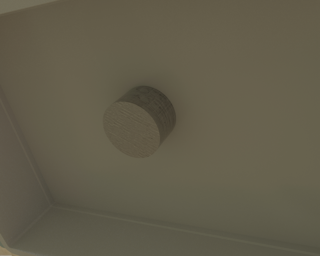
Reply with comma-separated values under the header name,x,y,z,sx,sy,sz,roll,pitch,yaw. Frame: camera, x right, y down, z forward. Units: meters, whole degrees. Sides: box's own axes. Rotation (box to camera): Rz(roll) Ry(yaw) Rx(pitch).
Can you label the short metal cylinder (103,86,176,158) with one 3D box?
name,x,y,z,sx,sy,sz,roll,pitch,yaw
short metal cylinder,-0.026,-0.008,0.402,0.080,0.050,0.080,13,124,21
